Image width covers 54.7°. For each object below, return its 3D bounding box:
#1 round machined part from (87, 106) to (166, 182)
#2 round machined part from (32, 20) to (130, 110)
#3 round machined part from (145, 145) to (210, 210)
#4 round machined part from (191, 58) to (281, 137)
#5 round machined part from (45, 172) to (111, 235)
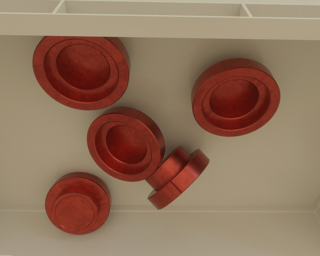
[{"bbox_3d":[-0.040,0.017,0.397,0.098,0.042,0.097,8,118,16],"label":"round machined part"},{"bbox_3d":[-0.082,-0.070,0.337,0.099,0.042,0.097,-1,130,0],"label":"round machined part"},{"bbox_3d":[0.018,0.061,0.423,0.042,0.098,0.098,46,121,3],"label":"round machined part"},{"bbox_3d":[0.086,-0.039,0.366,0.099,0.042,0.097,-1,130,0],"label":"round machined part"},{"bbox_3d":[-0.126,0.121,0.473,0.099,0.042,0.097,-1,103,-3],"label":"round machined part"}]
